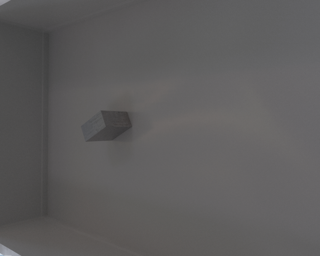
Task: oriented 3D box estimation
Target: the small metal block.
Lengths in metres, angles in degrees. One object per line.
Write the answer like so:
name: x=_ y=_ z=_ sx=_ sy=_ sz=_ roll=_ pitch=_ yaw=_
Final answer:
small metal block: x=-0.079 y=-0.002 z=0.457 sx=0.050 sy=0.050 sz=0.025 roll=-32 pitch=70 yaw=35
